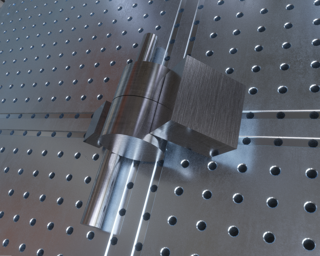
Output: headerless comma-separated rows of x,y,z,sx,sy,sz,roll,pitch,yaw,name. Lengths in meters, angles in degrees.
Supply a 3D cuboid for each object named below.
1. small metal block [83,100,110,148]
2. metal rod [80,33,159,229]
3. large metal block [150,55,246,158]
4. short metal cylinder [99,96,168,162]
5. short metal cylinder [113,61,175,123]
-0.080,-0.004,0.434,0.050,0.025,0.050,-29,41,56,small metal block
-0.049,-0.013,0.436,0.025,0.025,0.300,1,62,28,metal rod
0.044,-0.021,0.349,0.050,0.080,0.080,-32,39,59,large metal block
-0.028,0.003,0.380,0.080,0.080,0.050,1,62,28,short metal cylinder
-0.016,-0.042,0.402,0.080,0.080,0.050,1,62,28,short metal cylinder
